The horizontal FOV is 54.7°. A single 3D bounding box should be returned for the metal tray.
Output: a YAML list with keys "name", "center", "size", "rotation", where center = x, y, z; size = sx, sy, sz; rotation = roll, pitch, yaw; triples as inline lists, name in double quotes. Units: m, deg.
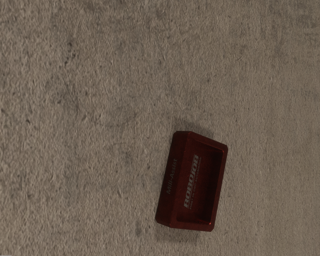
- name: "metal tray"
  center: [0.049, 0.077, 0.444]
  size: [0.091, 0.030, 0.129]
  rotation: [21, 77, -38]
